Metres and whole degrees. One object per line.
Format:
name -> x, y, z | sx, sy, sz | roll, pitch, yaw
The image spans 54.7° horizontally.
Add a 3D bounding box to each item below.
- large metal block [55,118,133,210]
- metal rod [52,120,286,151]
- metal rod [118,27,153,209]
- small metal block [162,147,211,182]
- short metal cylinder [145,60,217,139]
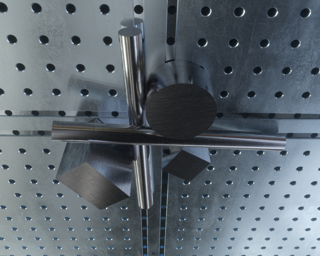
large metal block -> -0.082, 0.048, 0.414 | 0.050, 0.080, 0.080 | -28, 125, 21
metal rod -> 0.021, 0.012, 0.397 | 0.302, 0.025, 0.025 | 3, 131, -13
metal rod -> -0.028, 0.012, 0.422 | 0.025, 0.025, 0.298 | -1, 130, 1
small metal block -> 0.037, 0.047, 0.454 | 0.050, 0.025, 0.050 | 26, 125, -21
short metal cylinder -> 0.024, -0.033, 0.368 | 0.081, 0.050, 0.079 | 0, 130, 0
